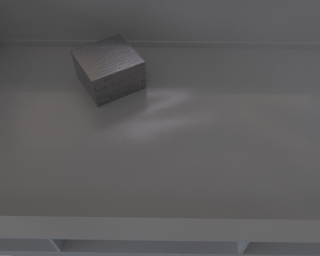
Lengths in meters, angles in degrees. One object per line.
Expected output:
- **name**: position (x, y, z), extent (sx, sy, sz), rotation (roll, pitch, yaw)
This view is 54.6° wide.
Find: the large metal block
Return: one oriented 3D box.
- **large metal block**: position (-0.076, -0.087, 0.462), extent (0.081, 0.050, 0.080), rotation (-25, 54, -19)
